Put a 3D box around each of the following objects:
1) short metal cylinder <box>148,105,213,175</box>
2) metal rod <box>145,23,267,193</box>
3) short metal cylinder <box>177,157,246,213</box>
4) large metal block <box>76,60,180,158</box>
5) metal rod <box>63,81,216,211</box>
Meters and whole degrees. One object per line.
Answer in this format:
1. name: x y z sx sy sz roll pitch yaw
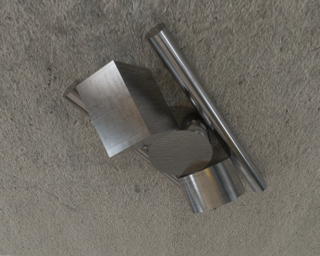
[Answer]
1. short metal cylinder: 0.026 0.017 0.407 0.081 0.050 0.079 0 130 0
2. metal rod: 0.075 -0.005 0.404 0.025 0.025 0.300 -26 126 20
3. short metal cylinder: 0.071 0.078 0.432 0.080 0.080 0.050 -25 84 19
4. large metal block: -0.031 -0.021 0.334 0.050 0.080 0.080 -30 83 22
5. metal rod: -0.010 0.040 0.442 0.025 0.025 0.300 -33 123 25
